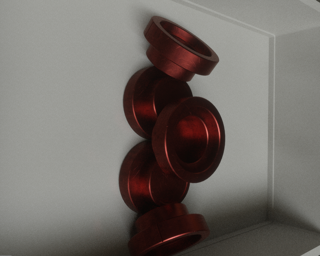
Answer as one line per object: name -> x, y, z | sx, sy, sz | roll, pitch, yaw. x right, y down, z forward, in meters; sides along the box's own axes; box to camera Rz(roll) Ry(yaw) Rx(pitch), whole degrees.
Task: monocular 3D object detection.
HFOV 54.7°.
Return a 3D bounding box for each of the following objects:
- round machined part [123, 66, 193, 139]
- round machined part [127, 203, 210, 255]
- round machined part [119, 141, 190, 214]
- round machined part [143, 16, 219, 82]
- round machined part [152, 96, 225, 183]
round machined part -> 0.005, -0.032, 0.399 | 0.099, 0.042, 0.097 | 0, 90, -40
round machined part -> 0.008, 0.126, 0.379 | 0.099, 0.098, 0.042 | 8, 47, -40
round machined part -> 0.001, 0.065, 0.395 | 0.099, 0.042, 0.097 | 0, 90, -40
round machined part -> 0.022, -0.095, 0.390 | 0.099, 0.098, 0.042 | 9, 127, -40
round machined part -> 0.029, 0.013, 0.364 | 0.099, 0.042, 0.097 | 0, 90, -40
